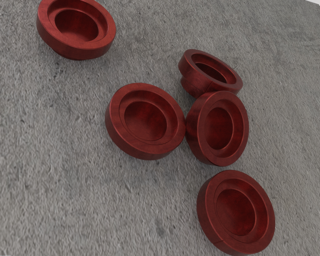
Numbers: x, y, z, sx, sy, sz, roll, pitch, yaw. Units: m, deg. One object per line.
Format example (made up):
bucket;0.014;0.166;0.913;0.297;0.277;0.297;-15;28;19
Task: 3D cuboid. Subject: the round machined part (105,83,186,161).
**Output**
round machined part;-0.021;-0.004;0.384;0.099;0.042;0.098;13;56;-21

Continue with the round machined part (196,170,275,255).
round machined part;0.086;0.104;0.376;0.099;0.042;0.098;14;56;-21

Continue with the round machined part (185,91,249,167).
round machined part;0.071;0.000;0.413;0.099;0.042;0.097;-1;92;-37

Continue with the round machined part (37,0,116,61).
round machined part;-0.112;-0.129;0.411;0.099;0.042;0.098;14;56;-21

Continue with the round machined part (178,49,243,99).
round machined part;0.070;-0.072;0.462;0.099;0.042;0.098;21;35;-15
